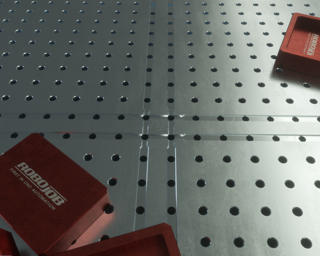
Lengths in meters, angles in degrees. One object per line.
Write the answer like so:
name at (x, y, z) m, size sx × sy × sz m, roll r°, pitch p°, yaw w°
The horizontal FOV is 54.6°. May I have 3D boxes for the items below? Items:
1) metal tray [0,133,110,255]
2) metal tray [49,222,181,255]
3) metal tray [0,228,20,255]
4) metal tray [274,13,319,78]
metal tray at (-0.132, 0.070, 0.345) m, size 0.130 × 0.030 × 0.090 m, roll 32°, pitch 57°, yaw 24°
metal tray at (-0.040, 0.149, 0.279) m, size 0.131 × 0.030 × 0.090 m, roll -13°, pitch 51°, yaw -11°
metal tray at (-0.149, 0.156, 0.250) m, size 0.090 × 0.030 × 0.130 m, roll -39°, pitch 53°, yaw -10°
metal tray at (0.256, -0.143, 0.525) m, size 0.090 × 0.030 × 0.130 m, roll 20°, pitch 53°, yaw 16°
